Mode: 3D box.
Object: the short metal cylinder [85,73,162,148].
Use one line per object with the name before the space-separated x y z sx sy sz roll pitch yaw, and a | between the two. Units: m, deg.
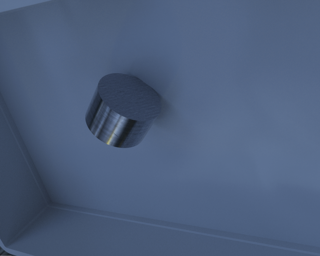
short metal cylinder | -0.045 -0.022 0.382 0.080 0.080 0.050 36 129 3
